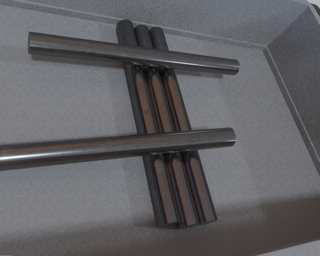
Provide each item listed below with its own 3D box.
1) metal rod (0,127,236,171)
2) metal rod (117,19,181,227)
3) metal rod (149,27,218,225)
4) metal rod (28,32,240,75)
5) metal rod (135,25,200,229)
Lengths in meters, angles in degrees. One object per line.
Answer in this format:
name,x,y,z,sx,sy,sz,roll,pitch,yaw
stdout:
metal rod,-0.050,0.021,0.341,0.303,0.025,0.025,-4,64,-22
metal rod,-0.021,-0.024,0.408,0.025,0.025,0.299,1,61,-28
metal rod,0.025,-0.020,0.429,0.025,0.025,0.299,1,61,-28
metal rod,-0.015,-0.097,0.422,0.303,0.025,0.025,0,62,-28
metal rod,0.002,-0.019,0.417,0.025,0.025,0.299,1,61,-28
